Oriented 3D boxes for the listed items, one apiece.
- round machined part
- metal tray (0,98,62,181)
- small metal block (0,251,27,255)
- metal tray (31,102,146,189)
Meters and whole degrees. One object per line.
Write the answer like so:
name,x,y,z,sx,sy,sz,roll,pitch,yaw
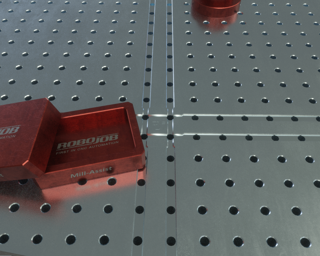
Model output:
round machined part,0.114,-0.266,0.621,0.099,0.042,0.098,0,50,0
metal tray,-0.189,0.016,0.362,0.130,0.030,0.090,-7,53,14
small metal block,-0.150,0.144,0.286,0.050,0.025,0.050,8,50,7
metal tray,-0.091,0.018,0.388,0.131,0.030,0.090,-10,51,-9
